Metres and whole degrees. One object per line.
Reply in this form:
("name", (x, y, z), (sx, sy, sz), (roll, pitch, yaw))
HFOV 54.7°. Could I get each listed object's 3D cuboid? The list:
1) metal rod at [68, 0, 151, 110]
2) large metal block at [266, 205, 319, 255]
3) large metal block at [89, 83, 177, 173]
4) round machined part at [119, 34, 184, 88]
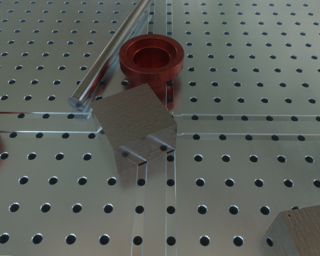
("metal rod", (-0.074, -0.144, 0.527), (0.025, 0.025, 0.300), (13, 51, 11))
("large metal block", (0.160, 0.120, 0.291), (0.081, 0.050, 0.080), (-8, 51, -7))
("large metal block", (-0.034, -0.002, 0.393), (0.081, 0.050, 0.080), (-22, 54, -17))
("round machined part", (-0.013, -0.100, 0.481), (0.099, 0.042, 0.098), (0, 50, 0))
